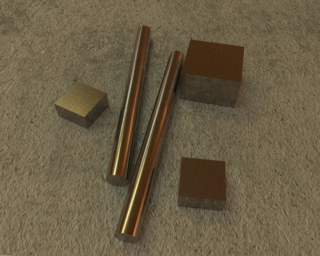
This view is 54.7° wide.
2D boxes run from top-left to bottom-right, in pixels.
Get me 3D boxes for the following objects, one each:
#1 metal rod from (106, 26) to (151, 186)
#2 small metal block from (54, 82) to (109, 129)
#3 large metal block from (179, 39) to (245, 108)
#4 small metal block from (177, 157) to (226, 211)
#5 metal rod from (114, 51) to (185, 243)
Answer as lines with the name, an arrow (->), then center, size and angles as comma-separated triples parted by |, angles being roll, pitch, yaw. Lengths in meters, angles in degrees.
metal rod -> -0.038, -0.055, 0.448 | 0.025, 0.025, 0.300 | 3, 50, 2
small metal block -> -0.107, -0.032, 0.429 | 0.050, 0.025, 0.050 | 23, 53, 17
large metal block -> 0.077, -0.081, 0.456 | 0.080, 0.050, 0.080 | 10, 51, 8
small metal block -> 0.047, 0.063, 0.351 | 0.050, 0.025, 0.050 | 5, 50, 4
metal rod -> -0.003, -0.002, 0.404 | 0.025, 0.025, 0.300 | 9, 50, 7
